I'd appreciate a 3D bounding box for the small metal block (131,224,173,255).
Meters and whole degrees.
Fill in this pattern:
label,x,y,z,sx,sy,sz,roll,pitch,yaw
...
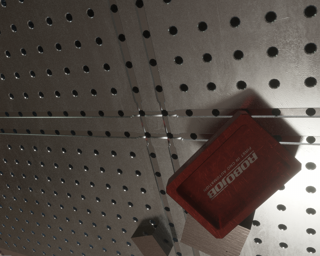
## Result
label,x,y,z,sx,sy,sz,roll,pitch,yaw
small metal block,-0.014,0.198,0.539,0.050,0.025,0.050,-22,107,36

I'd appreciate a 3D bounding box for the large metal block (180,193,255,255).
label,x,y,z,sx,sy,sz,roll,pitch,yaw
large metal block,0.081,0.133,0.434,0.080,0.050,0.079,20,126,16

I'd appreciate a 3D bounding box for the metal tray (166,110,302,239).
label,x,y,z,sx,sy,sz,roll,pitch,yaw
metal tray,0.082,0.055,0.362,0.090,0.030,0.130,43,103,-2
